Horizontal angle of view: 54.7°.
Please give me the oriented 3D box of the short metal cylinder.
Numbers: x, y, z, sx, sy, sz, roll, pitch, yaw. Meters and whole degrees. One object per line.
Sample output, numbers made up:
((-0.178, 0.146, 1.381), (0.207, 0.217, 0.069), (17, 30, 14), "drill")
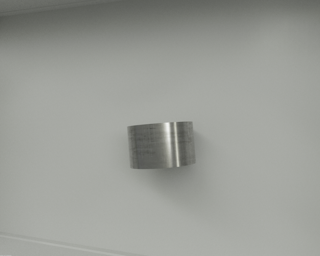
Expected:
((0.002, 0.020, 0.380), (0.080, 0.080, 0.050), (-5, 89, 19), "short metal cylinder")
